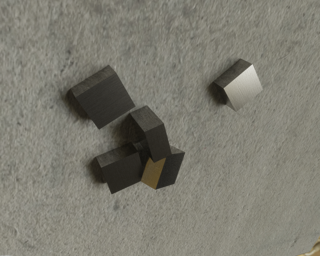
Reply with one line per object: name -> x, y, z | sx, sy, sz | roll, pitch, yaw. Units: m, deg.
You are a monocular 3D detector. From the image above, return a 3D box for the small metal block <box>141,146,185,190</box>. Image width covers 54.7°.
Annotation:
small metal block -> 0.005, 0.053, 0.427 | 0.050, 0.025, 0.050 | 0, 111, -58

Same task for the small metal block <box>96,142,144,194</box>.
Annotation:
small metal block -> -0.051, 0.053, 0.413 | 0.050, 0.025, 0.050 | -23, 127, -15

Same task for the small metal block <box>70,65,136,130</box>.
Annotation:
small metal block -> -0.064, -0.035, 0.352 | 0.050, 0.025, 0.050 | -34, 129, -7

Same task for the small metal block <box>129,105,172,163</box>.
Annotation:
small metal block -> -0.012, 0.007, 0.390 | 0.025, 0.050, 0.050 | -25, 127, -13

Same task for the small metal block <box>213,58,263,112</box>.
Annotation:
small metal block -> 0.110, -0.059, 0.432 | 0.050, 0.025, 0.050 | -40, 130, -1
